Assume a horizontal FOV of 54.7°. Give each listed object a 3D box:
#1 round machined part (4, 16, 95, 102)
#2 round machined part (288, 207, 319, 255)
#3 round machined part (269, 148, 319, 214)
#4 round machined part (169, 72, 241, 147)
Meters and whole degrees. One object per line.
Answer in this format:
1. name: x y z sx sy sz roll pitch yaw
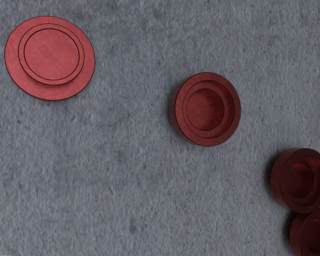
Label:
1. round machined part: -0.124 -0.080 0.354 0.099 0.042 0.097 0 90 -21
2. round machined part: 0.245 0.168 0.493 0.099 0.042 0.097 0 90 -21
3. round machined part: 0.210 0.079 0.480 0.099 0.042 0.097 0 90 -21
4. round machined part: 0.057 -0.024 0.422 0.099 0.042 0.097 0 90 -21
